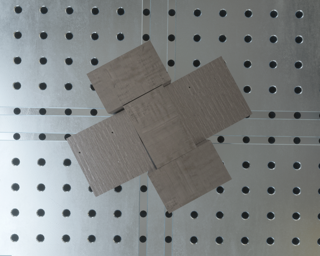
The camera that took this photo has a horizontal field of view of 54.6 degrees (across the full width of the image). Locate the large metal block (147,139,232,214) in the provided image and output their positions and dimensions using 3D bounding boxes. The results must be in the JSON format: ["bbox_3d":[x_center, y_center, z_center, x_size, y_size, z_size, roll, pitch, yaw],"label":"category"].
[{"bbox_3d":[0.033,0.055,0.386,0.080,0.080,0.050,-29,90,-1],"label":"large metal block"}]

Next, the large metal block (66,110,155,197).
[{"bbox_3d":[-0.060,0.031,0.401,0.080,0.050,0.080,-27,90,0],"label":"large metal block"}]

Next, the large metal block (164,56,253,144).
[{"bbox_3d":[0.058,-0.034,0.400,0.080,0.050,0.080,-29,92,0],"label":"large metal block"}]

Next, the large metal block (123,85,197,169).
[{"bbox_3d":[0.000,-0.002,0.386,0.050,0.080,0.080,-29,90,0],"label":"large metal block"}]

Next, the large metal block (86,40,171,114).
[{"bbox_3d":[-0.034,-0.057,0.385,0.080,0.080,0.050,-28,90,0],"label":"large metal block"}]
